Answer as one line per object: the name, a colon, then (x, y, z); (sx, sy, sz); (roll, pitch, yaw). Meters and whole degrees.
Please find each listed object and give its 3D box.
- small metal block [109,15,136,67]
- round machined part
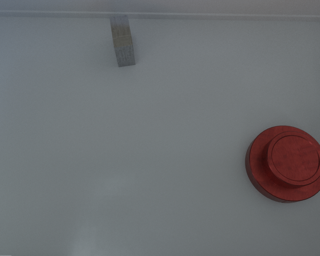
small metal block: (-0.053, -0.123, 0.441); (0.025, 0.050, 0.050); (-9, 71, -4)
round machined part: (0.161, 0.042, 0.387); (0.099, 0.042, 0.098); (0, 70, -1)
